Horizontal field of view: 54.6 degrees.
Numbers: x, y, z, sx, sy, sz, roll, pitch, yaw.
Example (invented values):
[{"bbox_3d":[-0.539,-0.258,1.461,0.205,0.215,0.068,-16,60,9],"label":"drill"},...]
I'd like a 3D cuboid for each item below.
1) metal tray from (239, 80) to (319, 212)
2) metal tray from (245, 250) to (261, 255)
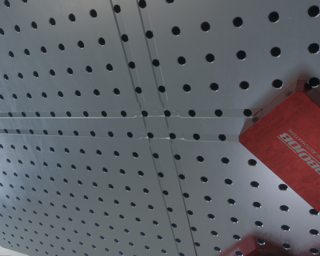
[{"bbox_3d":[0.164,0.023,0.336,0.130,0.030,0.090,42,129,-1],"label":"metal tray"},{"bbox_3d":[0.127,0.257,0.471,0.090,0.030,0.129,59,135,28],"label":"metal tray"}]
